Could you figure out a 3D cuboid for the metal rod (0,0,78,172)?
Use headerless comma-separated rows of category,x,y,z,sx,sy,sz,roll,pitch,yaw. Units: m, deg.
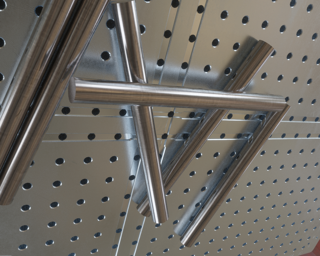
metal rod,-0.158,-0.004,0.321,0.025,0.025,0.299,20,108,-36

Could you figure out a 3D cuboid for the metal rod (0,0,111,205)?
metal rod,-0.110,-0.043,0.323,0.025,0.025,0.299,20,108,-36

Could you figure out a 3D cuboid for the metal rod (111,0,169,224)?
metal rod,-0.018,0.002,0.384,0.025,0.025,0.298,-18,120,-18

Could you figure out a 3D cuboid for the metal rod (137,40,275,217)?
metal rod,0.060,0.008,0.447,0.025,0.025,0.299,27,104,-37

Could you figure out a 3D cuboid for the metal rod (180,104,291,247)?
metal rod,0.122,0.084,0.528,0.025,0.025,0.299,21,107,-36

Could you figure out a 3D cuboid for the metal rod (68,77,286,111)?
metal rod,0.045,-0.036,0.373,0.302,0.025,0.025,0,119,-32
